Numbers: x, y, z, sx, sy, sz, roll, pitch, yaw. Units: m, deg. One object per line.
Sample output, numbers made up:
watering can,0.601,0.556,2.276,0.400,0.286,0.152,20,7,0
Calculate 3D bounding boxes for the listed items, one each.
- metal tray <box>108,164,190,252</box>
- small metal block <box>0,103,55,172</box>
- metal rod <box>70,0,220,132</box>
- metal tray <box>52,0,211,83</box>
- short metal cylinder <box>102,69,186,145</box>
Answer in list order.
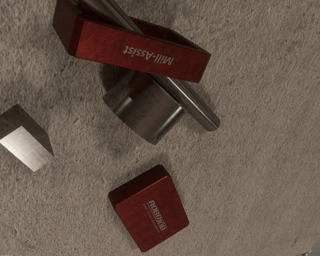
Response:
metal tray,-0.013,0.127,0.477,0.090,0.030,0.129,-29,129,-11
small metal block,-0.139,0.010,0.321,0.025,0.050,0.050,-35,129,-5
metal rod,0.001,-0.060,0.328,0.025,0.025,0.301,-47,143,5
metal tray,-0.027,-0.084,0.297,0.131,0.090,0.030,6,118,-32
short metal cylinder,-0.017,-0.026,0.347,0.050,0.080,0.080,-47,130,5
